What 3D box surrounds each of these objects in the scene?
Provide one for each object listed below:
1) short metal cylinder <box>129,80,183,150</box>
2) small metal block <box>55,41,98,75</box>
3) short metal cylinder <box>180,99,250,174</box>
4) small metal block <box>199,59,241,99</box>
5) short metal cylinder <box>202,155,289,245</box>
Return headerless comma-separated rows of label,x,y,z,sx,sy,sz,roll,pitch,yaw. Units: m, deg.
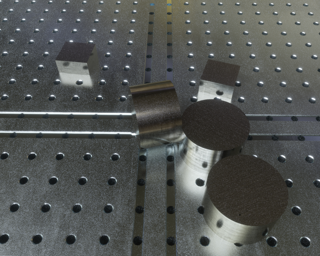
short metal cylinder,-0.007,-0.016,0.386,0.050,0.080,0.080,-10,51,-8
small metal block,-0.134,-0.113,0.502,0.050,0.025,0.050,6,50,5
short metal cylinder,0.065,0.010,0.383,0.081,0.050,0.080,0,50,0
small metal block,0.091,-0.075,0.471,0.050,0.025,0.050,15,52,12
short metal cylinder,0.087,0.075,0.329,0.081,0.050,0.080,0,50,0
